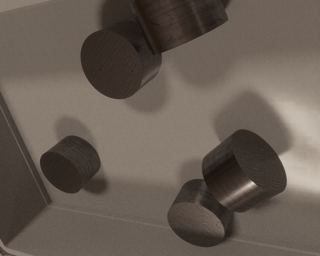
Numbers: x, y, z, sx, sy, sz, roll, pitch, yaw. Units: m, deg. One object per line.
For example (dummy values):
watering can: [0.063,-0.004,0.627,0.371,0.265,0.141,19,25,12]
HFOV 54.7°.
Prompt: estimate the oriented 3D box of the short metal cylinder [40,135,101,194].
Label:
short metal cylinder: [-0.145,0.059,0.503,0.080,0.050,0.079,13,124,20]

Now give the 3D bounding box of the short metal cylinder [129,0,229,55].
short metal cylinder: [0.018,-0.110,0.295,0.080,0.080,0.050,-14,111,33]

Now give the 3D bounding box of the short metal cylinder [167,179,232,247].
short metal cylinder: [0.057,0.119,0.435,0.080,0.050,0.079,13,124,20]

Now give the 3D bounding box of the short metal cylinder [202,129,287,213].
short metal cylinder: [0.095,0.048,0.352,0.080,0.080,0.050,43,129,-2]

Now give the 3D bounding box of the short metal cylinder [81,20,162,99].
short metal cylinder: [-0.045,-0.080,0.365,0.080,0.050,0.079,13,124,20]
